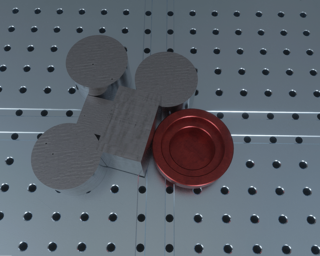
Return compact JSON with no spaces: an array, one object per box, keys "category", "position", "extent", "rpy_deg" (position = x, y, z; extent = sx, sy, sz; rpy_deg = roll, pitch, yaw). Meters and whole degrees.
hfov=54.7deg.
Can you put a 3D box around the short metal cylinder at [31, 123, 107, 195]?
[{"category":"short metal cylinder","position":[-0.109,0.040,0.383],"extent":[0.081,0.050,0.080],"rpy_deg":[0,70,0]}]

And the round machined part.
[{"category":"round machined part","position":[0.040,0.028,0.392],"extent":[0.099,0.042,0.098],"rpy_deg":[0,70,0]}]

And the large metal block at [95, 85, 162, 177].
[{"category":"large metal block","position":[-0.033,0.007,0.376],"extent":[0.050,0.080,0.080],"rpy_deg":[15,71,5]}]

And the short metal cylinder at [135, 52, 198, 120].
[{"category":"short metal cylinder","position":[0.008,-0.055,0.418],"extent":[0.081,0.050,0.080],"rpy_deg":[0,70,0]}]

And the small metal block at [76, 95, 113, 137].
[{"category":"small metal block","position":[-0.079,-0.011,0.415],"extent":[0.050,0.025,0.050],"rpy_deg":[14,71,5]}]

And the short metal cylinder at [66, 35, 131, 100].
[{"category":"short metal cylinder","position":[-0.082,-0.080,0.426],"extent":[0.081,0.050,0.080],"rpy_deg":[0,70,0]}]
